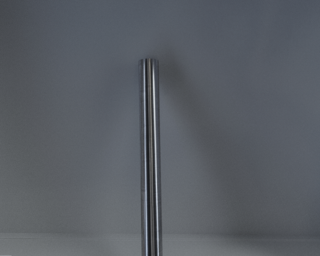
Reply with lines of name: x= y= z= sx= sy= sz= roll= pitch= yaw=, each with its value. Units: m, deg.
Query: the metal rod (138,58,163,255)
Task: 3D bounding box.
metal rod: x=-0.011 y=0.066 z=0.372 sx=0.025 sy=0.025 sz=0.298 roll=-1 pitch=86 yaw=0
